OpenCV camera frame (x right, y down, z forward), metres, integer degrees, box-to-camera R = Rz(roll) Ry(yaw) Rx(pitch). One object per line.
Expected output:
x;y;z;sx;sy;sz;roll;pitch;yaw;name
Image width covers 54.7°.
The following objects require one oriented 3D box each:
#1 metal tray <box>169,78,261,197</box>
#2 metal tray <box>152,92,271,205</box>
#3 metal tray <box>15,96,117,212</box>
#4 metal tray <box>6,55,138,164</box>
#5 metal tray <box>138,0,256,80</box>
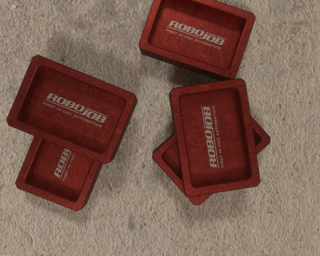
0.065;0.011;0.377;0.091;0.030;0.129;-9;90;-1;metal tray
0.066;0.025;0.408;0.130;0.030;0.090;-42;91;-1;metal tray
-0.119;0.031;0.405;0.090;0.030;0.129;22;90;-1;metal tray
-0.103;-0.022;0.375;0.131;0.030;0.090;22;90;-1;metal tray
0.047;-0.123;0.407;0.131;0.030;0.090;19;90;-1;metal tray
